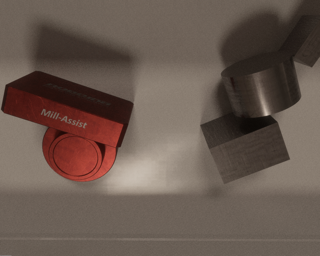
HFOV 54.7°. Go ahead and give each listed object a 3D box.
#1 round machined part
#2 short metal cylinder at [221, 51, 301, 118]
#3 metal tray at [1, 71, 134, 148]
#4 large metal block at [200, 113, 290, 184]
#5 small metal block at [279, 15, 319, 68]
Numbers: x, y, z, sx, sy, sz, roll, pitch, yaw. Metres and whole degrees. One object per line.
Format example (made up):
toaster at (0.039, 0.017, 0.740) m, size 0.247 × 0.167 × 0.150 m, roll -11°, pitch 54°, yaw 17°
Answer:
round machined part at (-0.107, 0.030, 0.412) m, size 0.099 × 0.042 × 0.097 m, roll 0°, pitch 110°, yaw -1°
short metal cylinder at (0.118, -0.052, 0.364) m, size 0.080 × 0.080 × 0.050 m, roll -19°, pitch 109°, yaw 6°
metal tray at (-0.100, -0.025, 0.365) m, size 0.131 × 0.090 × 0.030 m, roll 18°, pitch 109°, yaw -7°
large metal block at (0.102, 0.016, 0.389) m, size 0.080 × 0.080 × 0.050 m, roll -23°, pitch 109°, yaw 8°
small metal block at (0.172, -0.103, 0.363) m, size 0.025 × 0.050 × 0.050 m, roll 28°, pitch 108°, yaw -10°
